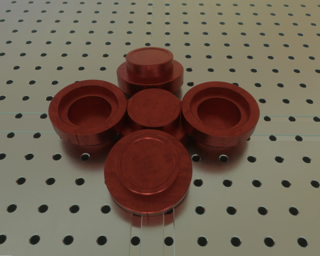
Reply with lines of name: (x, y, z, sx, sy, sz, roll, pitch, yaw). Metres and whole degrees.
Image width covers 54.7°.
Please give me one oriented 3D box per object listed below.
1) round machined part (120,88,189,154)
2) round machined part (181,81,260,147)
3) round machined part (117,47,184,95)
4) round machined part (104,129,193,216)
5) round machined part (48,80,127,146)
round machined part: (-0.008, -0.015, 0.407, 0.099, 0.042, 0.098, 0, 50, 0)
round machined part: (0.077, -0.014, 0.408, 0.099, 0.042, 0.098, 0, 50, 0)
round machined part: (-0.014, -0.087, 0.455, 0.099, 0.042, 0.098, -1, 36, 1)
round machined part: (-0.013, 0.045, 0.344, 0.099, 0.042, 0.098, 0, 65, 0)
round machined part: (-0.091, -0.016, 0.408, 0.099, 0.042, 0.098, 0, 50, 0)
